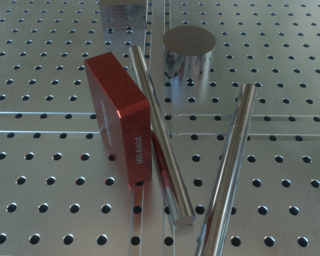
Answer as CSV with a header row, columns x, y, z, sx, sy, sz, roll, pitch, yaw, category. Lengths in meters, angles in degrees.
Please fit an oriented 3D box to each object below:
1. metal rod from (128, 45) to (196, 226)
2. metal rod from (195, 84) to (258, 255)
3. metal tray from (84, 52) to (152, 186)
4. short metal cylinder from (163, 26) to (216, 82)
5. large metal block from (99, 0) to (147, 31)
x,y,z,sx,sy,sz,roll,pitch,yaw,category
-0.008,-0.014,0.419,0.025,0.025,0.300,-10,51,-9,metal rod
0.081,0.052,0.364,0.025,0.025,0.301,15,51,12,metal rod
-0.044,-0.006,0.344,0.030,0.129,0.090,-24,54,-19,metal tray
0.045,-0.119,0.492,0.081,0.050,0.080,0,50,0,short metal cylinder
-0.068,-0.228,0.582,0.081,0.050,0.080,-4,50,-4,large metal block
